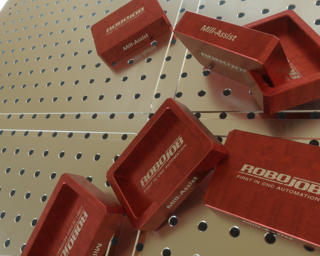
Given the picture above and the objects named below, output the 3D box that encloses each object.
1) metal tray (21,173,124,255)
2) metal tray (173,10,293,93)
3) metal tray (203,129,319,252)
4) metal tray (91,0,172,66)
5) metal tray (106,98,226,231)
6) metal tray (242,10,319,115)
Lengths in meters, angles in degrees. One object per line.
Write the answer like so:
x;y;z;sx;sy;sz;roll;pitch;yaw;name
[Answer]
-0.107;0.130;0.363;0.090;0.030;0.130;27;90;37;metal tray
0.087;-0.089;0.373;0.130;0.090;0.030;34;91;38;metal tray
0.119;0.058;0.307;0.130;0.030;0.090;13;68;33;metal tray
-0.054;-0.176;0.543;0.130;0.030;0.090;-28;52;10;metal tray
0.001;0.041;0.356;0.130;0.030;0.090;-50;50;14;metal tray
0.140;-0.082;0.363;0.090;0.030;0.130;-19;47;4;metal tray
